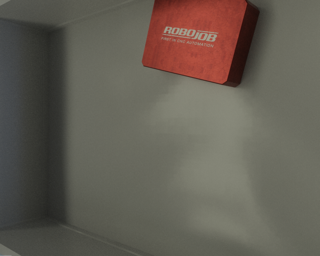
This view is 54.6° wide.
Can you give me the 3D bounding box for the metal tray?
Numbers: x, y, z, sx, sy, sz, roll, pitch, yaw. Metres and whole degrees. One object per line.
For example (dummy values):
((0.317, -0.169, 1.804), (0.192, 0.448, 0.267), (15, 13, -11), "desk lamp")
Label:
((0.042, -0.106, 0.370), (0.130, 0.030, 0.089), (21, 104, 38), "metal tray")
